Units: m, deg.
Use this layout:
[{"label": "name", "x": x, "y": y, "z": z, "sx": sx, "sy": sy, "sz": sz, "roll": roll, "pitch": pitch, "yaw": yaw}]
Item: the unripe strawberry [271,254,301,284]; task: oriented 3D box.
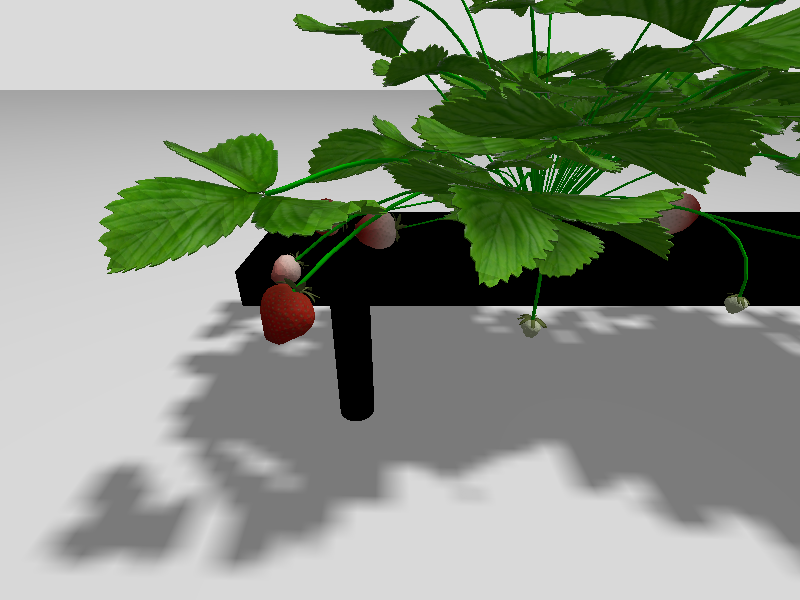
[{"label": "unripe strawberry", "x": -0.080, "y": -0.020, "z": 0.278, "sx": 0.022, "sy": 0.019, "sz": 0.022, "roll": -39, "pitch": 38, "yaw": -4}]

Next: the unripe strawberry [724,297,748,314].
[{"label": "unripe strawberry", "x": 0.201, "y": 0.003, "z": 0.240, "sx": 0.010, "sy": 0.011, "sz": 0.011, "roll": -15, "pitch": 33, "yaw": -24}]

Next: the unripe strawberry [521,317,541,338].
[{"label": "unripe strawberry", "x": 0.072, "y": 0.015, "z": 0.219, "sx": 0.011, "sy": 0.012, "sz": 0.012, "roll": 9, "pitch": 31, "yaw": 15}]

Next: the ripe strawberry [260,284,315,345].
[{"label": "ripe strawberry", "x": -0.063, "y": 0.009, "z": 0.219, "sx": 0.032, "sy": 0.032, "sz": 0.027, "roll": 29, "pitch": 3, "yaw": 41}]

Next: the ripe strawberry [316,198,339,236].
[{"label": "ripe strawberry", "x": -0.071, "y": -0.075, "z": 0.362, "sx": 0.036, "sy": 0.034, "sz": 0.033, "roll": 0, "pitch": 29, "yaw": 1}]

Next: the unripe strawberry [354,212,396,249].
[{"label": "unripe strawberry", "x": -0.021, "y": -0.058, "z": 0.334, "sx": 0.034, "sy": 0.034, "sz": 0.032, "roll": -6, "pitch": 30, "yaw": -10}]

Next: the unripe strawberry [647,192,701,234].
[{"label": "unripe strawberry", "x": 0.245, "y": -0.078, "z": 0.357, "sx": 0.039, "sy": 0.041, "sz": 0.036, "roll": 1, "pitch": 29, "yaw": 0}]
